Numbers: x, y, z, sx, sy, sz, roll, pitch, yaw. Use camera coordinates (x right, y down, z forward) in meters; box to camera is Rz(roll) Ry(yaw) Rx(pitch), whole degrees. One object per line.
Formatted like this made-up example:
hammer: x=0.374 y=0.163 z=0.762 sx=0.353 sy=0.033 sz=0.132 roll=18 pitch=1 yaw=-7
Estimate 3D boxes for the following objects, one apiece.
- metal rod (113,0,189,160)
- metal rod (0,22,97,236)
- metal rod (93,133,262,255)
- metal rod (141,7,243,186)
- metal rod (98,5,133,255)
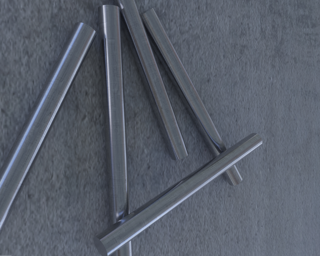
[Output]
metal rod: x=-0.022 y=-0.096 z=0.387 sx=0.025 sy=0.025 sz=0.298 roll=-33 pitch=110 yaw=-36
metal rod: x=-0.131 y=0.028 z=0.295 sx=0.025 sy=0.025 sz=0.299 roll=33 pitch=70 yaw=-36
metal rod: x=0.047 y=0.072 z=0.412 sx=0.302 sy=0.025 sz=0.025 roll=-26 pitch=107 yaw=-37
metal rod: x=0.053 y=-0.030 z=0.450 sx=0.025 sy=0.025 sz=0.299 roll=-47 pitch=118 yaw=-30
metal rod: x=-0.052 y=0.011 z=0.362 sx=0.025 sy=0.025 sz=0.298 roll=-5 pitch=93 yaw=-40
